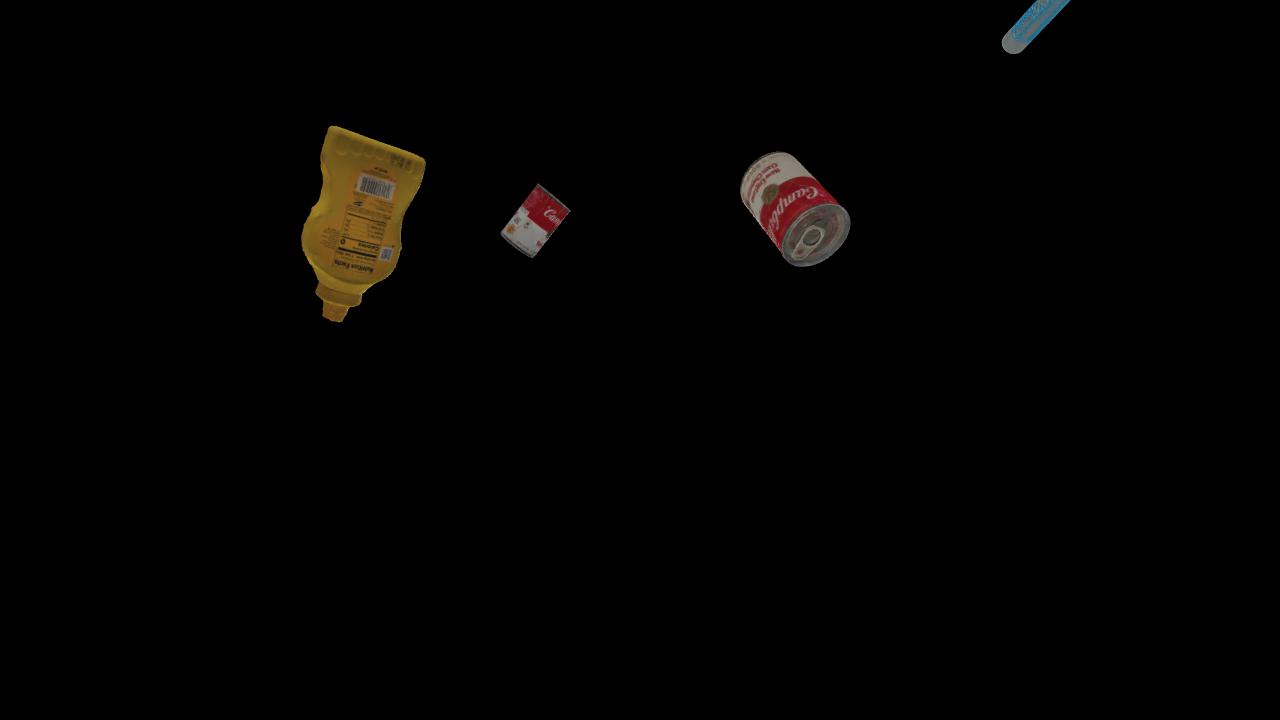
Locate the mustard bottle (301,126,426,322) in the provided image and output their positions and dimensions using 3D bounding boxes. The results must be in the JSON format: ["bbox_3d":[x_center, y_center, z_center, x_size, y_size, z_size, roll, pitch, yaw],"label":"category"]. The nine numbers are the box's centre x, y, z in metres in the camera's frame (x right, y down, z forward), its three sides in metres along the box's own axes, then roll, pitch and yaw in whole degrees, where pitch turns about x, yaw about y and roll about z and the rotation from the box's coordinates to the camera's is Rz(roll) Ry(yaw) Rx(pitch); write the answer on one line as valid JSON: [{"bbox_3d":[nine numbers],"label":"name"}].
[{"bbox_3d":[-0.279,-0.124,0.604,0.054,0.184,0.092,30,15,39],"label":"mustard bottle"}]

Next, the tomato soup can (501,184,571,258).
[{"bbox_3d":[-0.170,-0.224,0.995,0.068,0.101,0.068,40,8,-7],"label":"tomato soup can"}]

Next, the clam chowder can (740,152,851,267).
[{"bbox_3d":[0.146,-0.147,0.591,0.068,0.068,0.102,0,44,-23],"label":"clam chowder can"}]

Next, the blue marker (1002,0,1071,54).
[{"bbox_3d":[0.294,-0.257,0.429,0.020,0.020,0.121,0,-5,3],"label":"blue marker"}]
